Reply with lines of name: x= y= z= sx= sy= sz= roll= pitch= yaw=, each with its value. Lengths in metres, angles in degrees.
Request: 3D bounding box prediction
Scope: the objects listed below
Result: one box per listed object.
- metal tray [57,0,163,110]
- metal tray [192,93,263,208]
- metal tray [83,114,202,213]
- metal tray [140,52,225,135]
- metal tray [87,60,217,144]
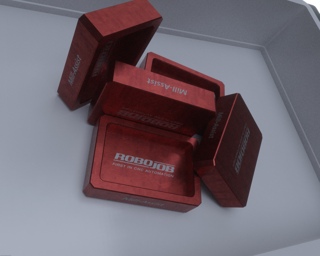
metal tray: x=-0.060 y=-0.080 z=0.353 sx=0.091 sy=0.129 sz=0.030 roll=-34 pitch=82 yaw=-38
metal tray: x=0.095 y=0.027 z=0.411 sx=0.090 sy=0.030 sz=0.130 roll=53 pitch=46 yaw=-28
metal tray: x=-0.016 y=0.043 z=0.365 sx=0.131 sy=0.030 sz=0.090 roll=15 pitch=56 yaw=-20
metal tray: x=0.031 y=-0.047 z=0.447 sx=0.131 sy=0.030 sz=0.090 roll=19 pitch=54 yaw=-17
metal tray: x=-0.011 y=-0.024 z=0.370 sx=0.131 sy=0.090 sz=0.030 roll=15 pitch=56 yaw=-21
